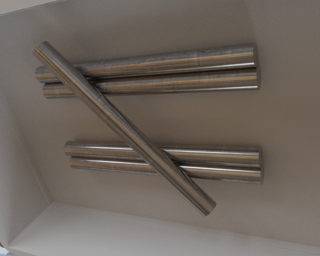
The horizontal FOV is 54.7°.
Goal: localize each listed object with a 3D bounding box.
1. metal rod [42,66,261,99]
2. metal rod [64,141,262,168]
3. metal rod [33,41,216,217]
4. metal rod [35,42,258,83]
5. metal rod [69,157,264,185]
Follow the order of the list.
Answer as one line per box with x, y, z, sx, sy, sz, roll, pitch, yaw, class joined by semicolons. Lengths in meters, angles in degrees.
-0.031;-0.053;0.390;0.300;0.025;0.025;1;119;27;metal rod
-0.014;0.034;0.435;0.300;0.025;0.025;0;119;28;metal rod
-0.043;0.003;0.400;0.300;0.025;0.025;44;129;-3;metal rod
-0.037;-0.075;0.379;0.300;0.025;0.025;1;119;27;metal rod
-0.009;0.056;0.445;0.300;0.025;0.025;0;119;28;metal rod
